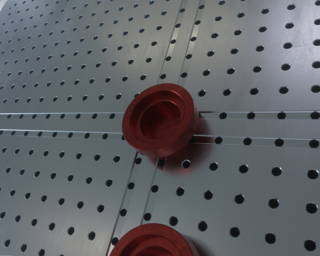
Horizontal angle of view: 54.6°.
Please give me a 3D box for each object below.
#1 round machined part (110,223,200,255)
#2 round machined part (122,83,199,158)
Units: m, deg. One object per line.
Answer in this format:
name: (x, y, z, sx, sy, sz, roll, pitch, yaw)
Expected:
round machined part: (-0.003, 0.149, 0.308, 0.098, 0.042, 0.098, -13, 56, 21)
round machined part: (0.004, -0.006, 0.400, 0.098, 0.042, 0.098, -13, 56, 21)
